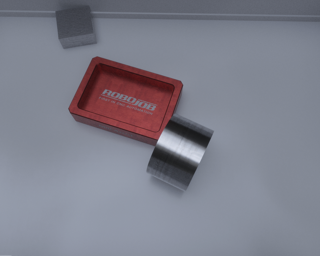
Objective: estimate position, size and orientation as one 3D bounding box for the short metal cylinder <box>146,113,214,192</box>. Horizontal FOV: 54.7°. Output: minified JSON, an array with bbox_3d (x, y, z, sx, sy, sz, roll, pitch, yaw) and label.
[{"bbox_3d":[0.025,0.029,0.370,0.050,0.080,0.080,25,72,8],"label":"short metal cylinder"}]

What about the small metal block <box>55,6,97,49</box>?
[{"bbox_3d":[-0.125,-0.150,0.463,0.050,0.025,0.050,-11,71,-4],"label":"small metal block"}]

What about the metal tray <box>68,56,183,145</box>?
[{"bbox_3d":[-0.044,-0.037,0.419,0.131,0.030,0.090,17,71,6],"label":"metal tray"}]
